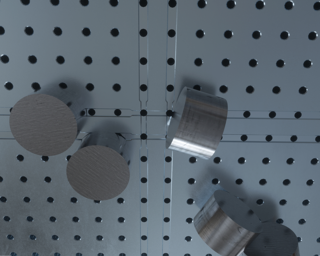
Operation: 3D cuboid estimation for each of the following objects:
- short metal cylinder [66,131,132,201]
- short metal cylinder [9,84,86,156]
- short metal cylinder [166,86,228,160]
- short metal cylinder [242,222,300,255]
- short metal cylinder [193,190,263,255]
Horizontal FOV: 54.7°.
[{"bbox_3d":[-0.079,0.050,0.418,0.081,0.050,0.079,0,110,0],"label":"short metal cylinder"},{"bbox_3d":[-0.140,-0.011,0.395,0.081,0.050,0.079,0,110,0],"label":"short metal cylinder"},{"bbox_3d":[0.043,-0.006,0.382,0.050,0.080,0.079,17,109,-6],"label":"short metal cylinder"},{"bbox_3d":[0.161,0.185,0.454,0.080,0.080,0.050,-14,110,5],"label":"short metal cylinder"},{"bbox_3d":[0.095,0.133,0.434,0.080,0.080,0.050,30,107,-11],"label":"short metal cylinder"}]
